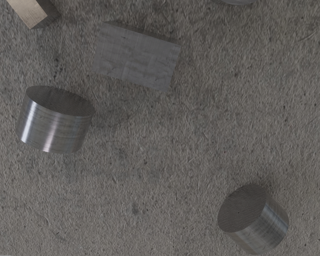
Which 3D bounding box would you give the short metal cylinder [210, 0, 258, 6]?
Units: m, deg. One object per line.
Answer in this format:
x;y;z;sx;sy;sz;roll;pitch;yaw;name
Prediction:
0.082;-0.174;0.333;0.081;0.050;0.079;0;110;0;short metal cylinder

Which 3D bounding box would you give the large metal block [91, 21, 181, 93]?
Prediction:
-0.024;-0.084;0.349;0.080;0.080;0.050;15;109;-6;large metal block

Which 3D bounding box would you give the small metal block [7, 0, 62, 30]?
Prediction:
-0.143;-0.139;0.344;0.025;0.050;0.050;-33;107;11;small metal block

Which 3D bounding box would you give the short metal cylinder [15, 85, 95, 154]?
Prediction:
-0.126;-0.012;0.375;0.080;0.080;0.050;21;109;-8;short metal cylinder

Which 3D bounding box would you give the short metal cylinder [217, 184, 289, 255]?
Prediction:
0.127;0.125;0.428;0.080;0.080;0.050;-41;105;13;short metal cylinder
